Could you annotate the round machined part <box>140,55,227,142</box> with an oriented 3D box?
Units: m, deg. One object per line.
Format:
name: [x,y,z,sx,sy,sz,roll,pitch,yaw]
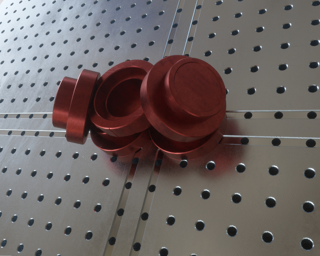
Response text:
round machined part: [0.032,-0.037,0.337,0.042,0.099,0.098,-37,35,59]

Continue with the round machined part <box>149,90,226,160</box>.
round machined part: [0.030,-0.013,0.388,0.098,0.042,0.098,-13,56,20]

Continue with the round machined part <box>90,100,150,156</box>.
round machined part: [-0.057,-0.013,0.433,0.098,0.042,0.098,-13,56,20]

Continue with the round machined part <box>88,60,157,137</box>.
round machined part: [-0.036,-0.032,0.379,0.098,0.042,0.098,-13,56,20]

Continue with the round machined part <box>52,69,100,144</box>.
round machined part: [-0.110,-0.030,0.406,0.042,0.098,0.098,13,62,-8]
